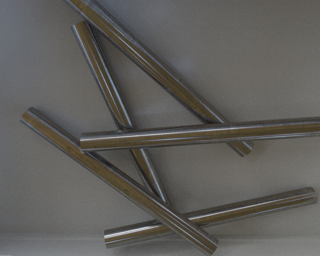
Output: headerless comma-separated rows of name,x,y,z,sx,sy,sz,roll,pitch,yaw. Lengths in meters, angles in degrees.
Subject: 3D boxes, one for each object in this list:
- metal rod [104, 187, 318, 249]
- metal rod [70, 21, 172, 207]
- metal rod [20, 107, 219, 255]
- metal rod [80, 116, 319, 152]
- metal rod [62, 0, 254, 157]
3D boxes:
metal rod,0.074,0.126,0.438,0.302,0.025,0.025,-11,110,-4
metal rod,-0.040,0.007,0.413,0.025,0.025,0.299,-20,109,7
metal rod,-0.052,0.071,0.407,0.301,0.025,0.025,36,106,-1
metal rod,0.054,0.008,0.384,0.302,0.025,0.025,-4,110,2
metal rod,0.007,-0.063,0.381,0.301,0.025,0.025,40,105,-16
